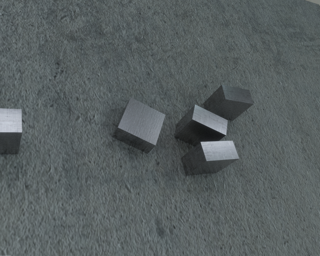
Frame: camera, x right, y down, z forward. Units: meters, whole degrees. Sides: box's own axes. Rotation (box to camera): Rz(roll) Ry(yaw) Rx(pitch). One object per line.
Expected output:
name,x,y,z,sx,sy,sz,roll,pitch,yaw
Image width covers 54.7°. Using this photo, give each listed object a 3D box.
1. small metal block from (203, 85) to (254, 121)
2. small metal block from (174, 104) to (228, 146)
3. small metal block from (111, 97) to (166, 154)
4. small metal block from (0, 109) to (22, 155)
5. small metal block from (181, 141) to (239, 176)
small metal block,0.102,-0.037,0.464,0.050,0.050,0.025,6,59,-25
small metal block,0.054,0.001,0.416,0.050,0.050,0.025,25,53,-13
small metal block,-0.026,-0.003,0.391,0.050,0.025,0.050,27,52,-12
small metal block,-0.162,0.004,0.298,0.050,0.050,0.025,1,62,-28
small metal block,0.063,0.039,0.398,0.050,0.050,0.025,-1,62,-29
